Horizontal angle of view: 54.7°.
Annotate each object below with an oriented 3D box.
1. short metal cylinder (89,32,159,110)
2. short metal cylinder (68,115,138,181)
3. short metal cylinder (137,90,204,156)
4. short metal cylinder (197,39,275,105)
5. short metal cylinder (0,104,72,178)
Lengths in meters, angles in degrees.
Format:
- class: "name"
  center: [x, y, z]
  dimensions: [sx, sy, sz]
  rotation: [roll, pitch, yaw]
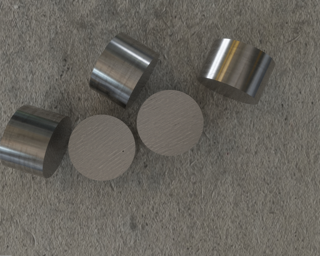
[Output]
- class: "short metal cylinder"
  center: [-0.043, -0.069, 0.382]
  dimensions: [0.050, 0.080, 0.080]
  rotation: [31, 90, 0]
- class: "short metal cylinder"
  center: [-0.070, 0.023, 0.397]
  dimensions: [0.081, 0.050, 0.080]
  rotation: [0, 90, 0]
- class: "short metal cylinder"
  center: [0.012, -0.006, 0.397]
  dimensions: [0.081, 0.050, 0.080]
  rotation: [0, 90, 0]
- class: "short metal cylinder"
  center: [0.093, -0.068, 0.383]
  dimensions: [0.080, 0.080, 0.050]
  rotation: [24, 90, 0]
- class: "short metal cylinder"
  center: [-0.149, 0.016, 0.381]
  dimensions: [0.050, 0.080, 0.080]
  rotation: [17, 90, 0]
